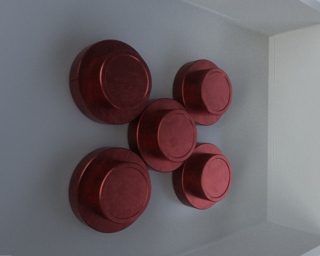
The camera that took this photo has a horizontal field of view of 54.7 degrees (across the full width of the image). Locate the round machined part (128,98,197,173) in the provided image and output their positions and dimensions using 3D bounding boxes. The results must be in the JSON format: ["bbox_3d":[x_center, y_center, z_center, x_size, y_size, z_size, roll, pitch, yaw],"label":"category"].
[{"bbox_3d":[0.011,0.010,0.404,0.099,0.042,0.097,0,90,-40],"label":"round machined part"}]

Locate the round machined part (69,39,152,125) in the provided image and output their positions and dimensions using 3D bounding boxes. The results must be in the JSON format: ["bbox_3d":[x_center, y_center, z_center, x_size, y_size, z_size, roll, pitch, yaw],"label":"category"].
[{"bbox_3d":[-0.048,-0.052,0.355,0.099,0.042,0.097,0,90,-40],"label":"round machined part"}]

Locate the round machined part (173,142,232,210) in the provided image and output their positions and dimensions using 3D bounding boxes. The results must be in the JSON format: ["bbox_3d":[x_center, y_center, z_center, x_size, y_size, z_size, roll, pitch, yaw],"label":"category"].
[{"bbox_3d":[0.069,0.071,0.454,0.099,0.042,0.097,0,90,-40],"label":"round machined part"}]

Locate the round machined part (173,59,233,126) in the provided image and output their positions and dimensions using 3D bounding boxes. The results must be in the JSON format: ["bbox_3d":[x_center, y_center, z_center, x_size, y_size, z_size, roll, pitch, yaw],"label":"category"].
[{"bbox_3d":[0.069,-0.052,0.454,0.099,0.042,0.097,0,90,-40],"label":"round machined part"}]

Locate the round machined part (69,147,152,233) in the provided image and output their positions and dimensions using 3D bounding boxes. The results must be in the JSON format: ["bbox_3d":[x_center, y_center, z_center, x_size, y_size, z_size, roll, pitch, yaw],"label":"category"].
[{"bbox_3d":[-0.049,0.071,0.355,0.099,0.042,0.097,0,90,-40],"label":"round machined part"}]
